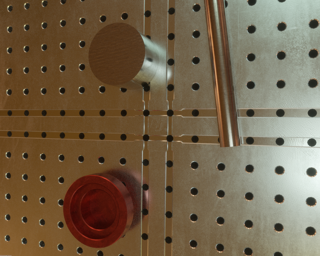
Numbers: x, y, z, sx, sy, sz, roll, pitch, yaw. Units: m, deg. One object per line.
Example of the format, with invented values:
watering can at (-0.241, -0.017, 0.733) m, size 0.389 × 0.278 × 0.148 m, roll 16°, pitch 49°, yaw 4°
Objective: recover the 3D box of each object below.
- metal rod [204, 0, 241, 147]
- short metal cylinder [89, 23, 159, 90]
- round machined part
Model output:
metal rod at (0.071, -0.126, 0.387) m, size 0.025 × 0.025 × 0.298 m, roll -7°, pitch 88°, yaw 20°
short metal cylinder at (-0.047, -0.094, 0.416) m, size 0.080 × 0.050 × 0.080 m, roll 0°, pitch 90°, yaw 20°
round machined part at (-0.081, 0.111, 0.432) m, size 0.098 × 0.042 × 0.097 m, roll 0°, pitch 90°, yaw 20°
